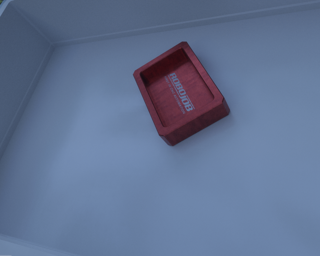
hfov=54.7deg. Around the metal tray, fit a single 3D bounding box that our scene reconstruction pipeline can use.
[{"bbox_3d":[0.024,-0.050,0.419,0.090,0.030,0.130,-30,52,8],"label":"metal tray"}]
